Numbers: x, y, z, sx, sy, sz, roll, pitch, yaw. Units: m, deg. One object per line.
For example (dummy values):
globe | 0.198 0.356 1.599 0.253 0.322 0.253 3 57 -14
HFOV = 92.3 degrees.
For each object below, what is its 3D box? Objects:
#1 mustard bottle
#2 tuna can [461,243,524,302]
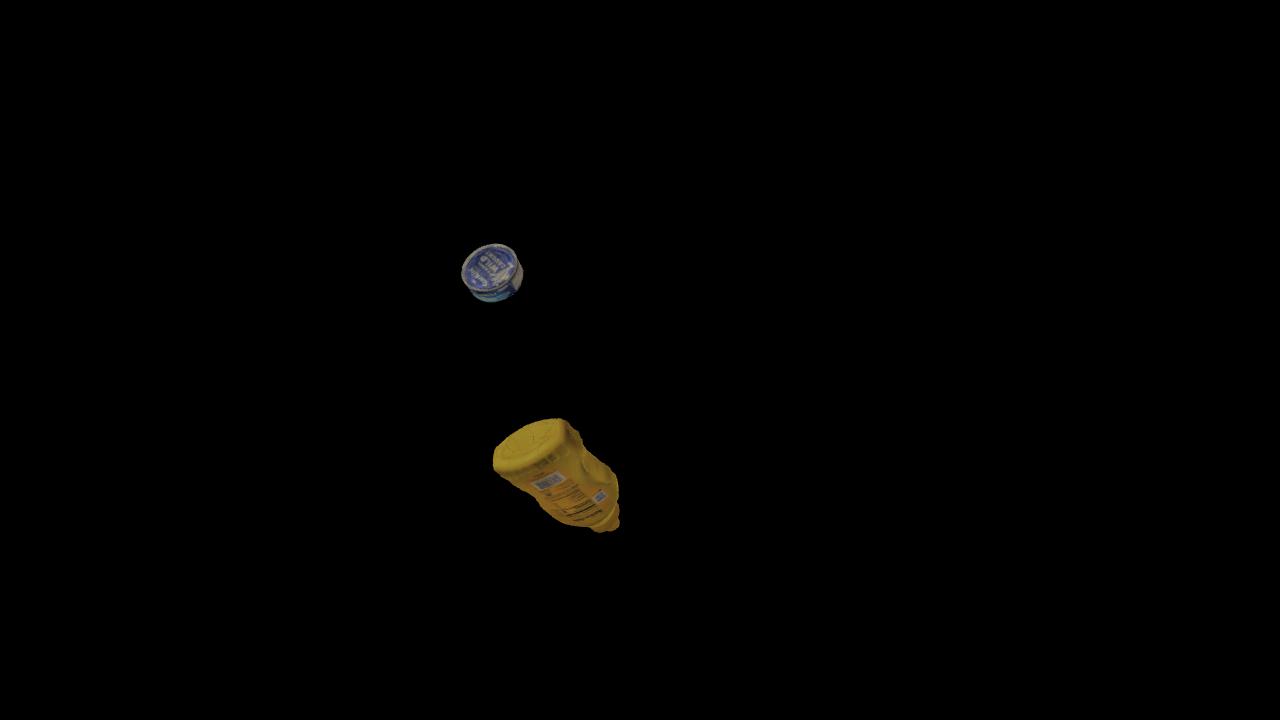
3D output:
mustard bottle | -0.073 0.141 0.677 0.092 0.054 0.184 -28 -50 10
tuna can | -0.213 -0.125 0.890 0.084 0.084 0.034 0 -29 10
